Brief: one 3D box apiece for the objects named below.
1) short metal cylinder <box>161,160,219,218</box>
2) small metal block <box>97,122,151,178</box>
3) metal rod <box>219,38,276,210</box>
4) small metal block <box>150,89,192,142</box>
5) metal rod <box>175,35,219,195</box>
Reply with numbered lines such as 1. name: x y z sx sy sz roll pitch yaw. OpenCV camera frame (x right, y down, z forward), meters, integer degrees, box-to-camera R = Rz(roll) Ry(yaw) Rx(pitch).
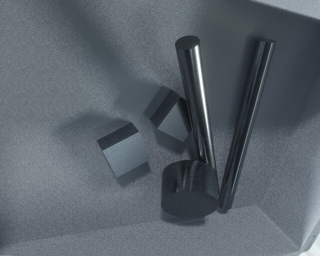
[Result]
1. short metal cylinder: 0.043 0.090 0.451 0.081 0.050 0.080 1 138 1
2. small metal block: -0.046 0.029 0.403 0.050 0.025 0.050 -28 128 -11
3. metal rod: 0.130 0.011 0.489 0.025 0.025 0.298 -9 123 -24
4. small metal block: 0.023 -0.016 0.414 0.050 0.025 0.050 28 103 -38
5. metal rod: 0.058 0.012 0.420 0.025 0.025 0.299 -29 138 -10
